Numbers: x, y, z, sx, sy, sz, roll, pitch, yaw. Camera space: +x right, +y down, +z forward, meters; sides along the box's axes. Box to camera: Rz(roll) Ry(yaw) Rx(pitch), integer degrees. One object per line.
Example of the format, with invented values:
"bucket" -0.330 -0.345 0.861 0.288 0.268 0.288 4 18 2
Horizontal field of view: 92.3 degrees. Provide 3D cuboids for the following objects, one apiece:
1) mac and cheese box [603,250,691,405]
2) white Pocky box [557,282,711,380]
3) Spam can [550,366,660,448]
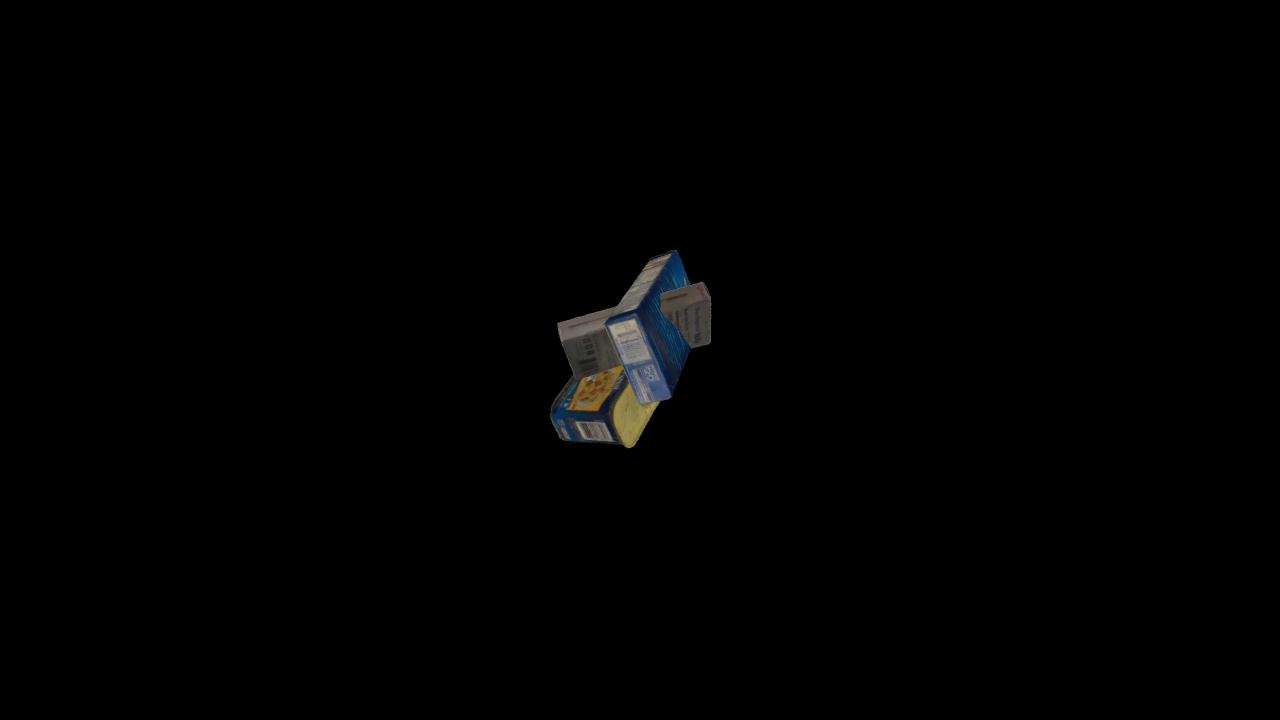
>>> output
"mac and cheese box" 0.021 -0.041 0.645 0.041 0.093 0.184 -16 22 23
"white Pocky box" -0.003 -0.028 0.638 0.154 0.028 0.084 -16 -32 -4
"Spam can" -0.035 0.043 0.658 0.085 0.058 0.101 -1 37 31
